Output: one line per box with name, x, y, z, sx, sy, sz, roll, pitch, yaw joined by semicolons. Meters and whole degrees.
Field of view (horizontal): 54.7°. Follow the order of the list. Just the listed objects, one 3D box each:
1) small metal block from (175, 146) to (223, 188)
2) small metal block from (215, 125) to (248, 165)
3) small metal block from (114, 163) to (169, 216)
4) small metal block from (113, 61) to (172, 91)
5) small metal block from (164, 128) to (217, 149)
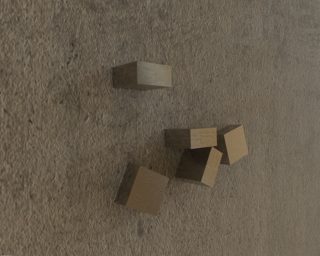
small metal block;0.054;0.052;0.433;0.025;0.050;0.050;32;70;-36
small metal block;0.113;0.026;0.499;0.050;0.025;0.050;-24;105;-38
small metal block;-0.022;0.077;0.386;0.050;0.025;0.050;30;71;-36
small metal block;-0.022;-0.061;0.370;0.050;0.050;0.025;-1;91;-40
small metal block;0.042;0.013;0.423;0.050;0.050;0.025;-3;92;-40
